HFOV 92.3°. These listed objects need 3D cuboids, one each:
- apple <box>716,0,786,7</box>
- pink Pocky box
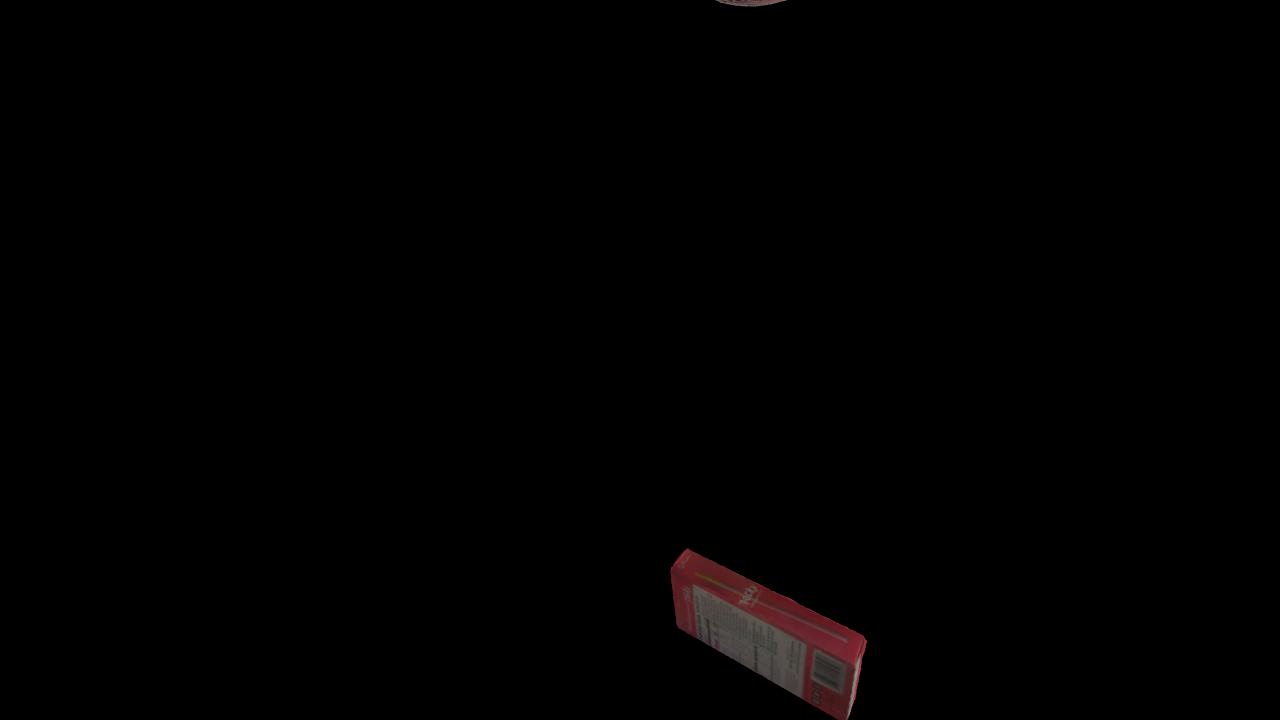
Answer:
[{"bbox_3d":[0.086,-0.275,0.403,0.093,0.079,0.079,-7,-2,20],"label":"apple"},{"bbox_3d":[0.097,0.217,0.492,0.155,0.084,0.029,17,41,32],"label":"pink Pocky box"}]
